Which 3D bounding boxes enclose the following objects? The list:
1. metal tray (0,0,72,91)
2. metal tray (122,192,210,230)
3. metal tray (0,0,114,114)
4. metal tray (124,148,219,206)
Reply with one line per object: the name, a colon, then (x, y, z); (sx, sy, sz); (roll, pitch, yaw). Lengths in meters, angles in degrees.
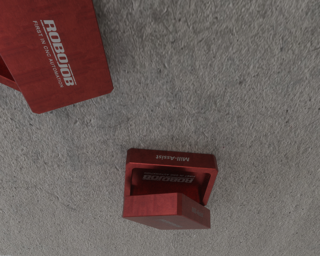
metal tray: (-0.153, -0.106, 0.311); (0.090, 0.030, 0.129); (26, 125, -21)
metal tray: (0.014, 0.130, 0.470); (0.090, 0.030, 0.130); (-10, 152, 24)
metal tray: (-0.103, -0.078, 0.303); (0.091, 0.030, 0.129); (-18, 141, -11)
metal tray: (0.013, 0.077, 0.469); (0.131, 0.030, 0.089); (5, 130, -5)
